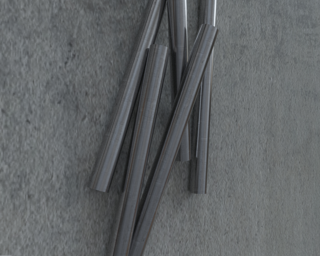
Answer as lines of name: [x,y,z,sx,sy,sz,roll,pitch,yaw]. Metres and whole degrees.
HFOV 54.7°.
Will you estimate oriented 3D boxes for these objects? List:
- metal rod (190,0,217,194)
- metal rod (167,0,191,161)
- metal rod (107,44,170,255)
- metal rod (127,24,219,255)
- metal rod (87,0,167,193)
metal rod: [0.065,-0.054,0.461,0.025,0.025,0.298,6,86,-40]
metal rod: [0.024,-0.103,0.404,0.025,0.025,0.298,-12,105,-40]
metal rod: [-0.029,0.050,0.365,0.025,0.025,0.298,14,86,-40]
metal rod: [0.015,0.015,0.387,0.025,0.025,0.299,21,86,-39]
metal rod: [-0.030,-0.070,0.381,0.025,0.025,0.299,26,74,-37]
